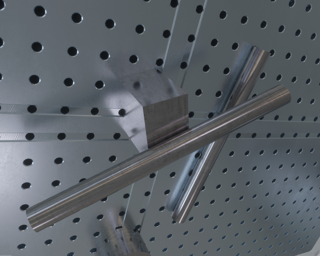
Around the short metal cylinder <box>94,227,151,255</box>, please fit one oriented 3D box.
[{"bbox_3d":[-0.058,0.206,0.491,0.081,0.050,0.079,-14,124,-21],"label":"short metal cylinder"}]

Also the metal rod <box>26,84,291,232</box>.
[{"bbox_3d":[0.011,0.024,0.328,0.302,0.025,0.025,-26,128,-13],"label":"metal rod"}]

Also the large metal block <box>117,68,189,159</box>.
[{"bbox_3d":[-0.008,-0.014,0.363,0.050,0.080,0.079,-18,126,-18],"label":"large metal block"}]

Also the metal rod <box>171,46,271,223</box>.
[{"bbox_3d":[0.085,0.023,0.472,0.025,0.025,0.298,9,114,-33],"label":"metal rod"}]
